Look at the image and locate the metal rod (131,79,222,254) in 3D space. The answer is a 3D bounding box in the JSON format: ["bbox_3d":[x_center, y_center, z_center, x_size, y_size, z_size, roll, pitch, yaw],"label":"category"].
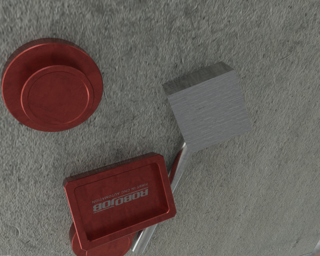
[{"bbox_3d":[0.020,0.068,0.460,0.025,0.025,0.298,11,113,-33],"label":"metal rod"}]

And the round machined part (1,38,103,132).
[{"bbox_3d":[-0.106,-0.038,0.315,0.099,0.042,0.097,-14,124,-21],"label":"round machined part"}]

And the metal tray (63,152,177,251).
[{"bbox_3d":[-0.050,0.092,0.408,0.131,0.030,0.089,-15,97,-20],"label":"metal tray"}]

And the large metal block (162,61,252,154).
[{"bbox_3d":[0.057,-0.026,0.382,0.080,0.050,0.080,-22,114,3],"label":"large metal block"}]

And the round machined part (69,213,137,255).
[{"bbox_3d":[-0.078,0.159,0.452,0.099,0.042,0.097,-14,124,-21],"label":"round machined part"}]
